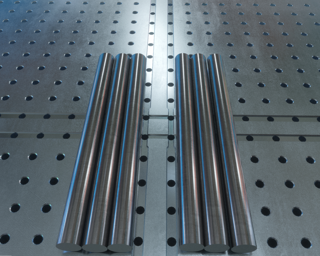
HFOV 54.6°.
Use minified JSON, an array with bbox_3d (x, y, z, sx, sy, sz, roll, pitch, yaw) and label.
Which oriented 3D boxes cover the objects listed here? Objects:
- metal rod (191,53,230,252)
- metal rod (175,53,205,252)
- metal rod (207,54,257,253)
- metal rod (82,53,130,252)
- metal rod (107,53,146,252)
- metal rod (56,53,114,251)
[{"bbox_3d":[0.059,0.004,0.404,0.025,0.025,0.300,1,50,1],"label":"metal rod"},{"bbox_3d":[0.034,0.004,0.404,0.025,0.025,0.300,1,50,1],"label":"metal rod"},{"bbox_3d":[0.086,0.005,0.403,0.025,0.025,0.300,1,50,1],"label":"metal rod"},{"bbox_3d":[-0.062,0.004,0.403,0.025,0.025,0.300,1,50,1],"label":"metal rod"},{"bbox_3d":[-0.037,0.004,0.403,0.025,0.025,0.300,1,50,1],"label":"metal rod"},{"bbox_3d":[-0.088,0.004,0.404,0.025,0.025,0.300,1,50,1],"label":"metal rod"}]
